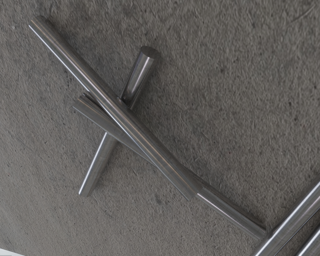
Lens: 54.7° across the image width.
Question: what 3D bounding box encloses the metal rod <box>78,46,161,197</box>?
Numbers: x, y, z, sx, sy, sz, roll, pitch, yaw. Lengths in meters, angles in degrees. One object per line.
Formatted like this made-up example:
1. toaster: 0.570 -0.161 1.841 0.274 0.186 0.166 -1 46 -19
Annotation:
1. metal rod: -0.071 0.012 0.451 0.025 0.025 0.298 35 129 5

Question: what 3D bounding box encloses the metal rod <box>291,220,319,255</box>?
1. metal rod: 0.200 0.137 0.385 0.025 0.025 0.298 23 127 14

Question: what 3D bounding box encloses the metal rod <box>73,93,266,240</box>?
1. metal rod: 0.016 0.053 0.411 0.301 0.025 0.025 36 129 -5

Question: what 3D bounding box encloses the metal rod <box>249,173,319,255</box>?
1. metal rod: 0.179 0.083 0.363 0.025 0.025 0.298 27 128 11

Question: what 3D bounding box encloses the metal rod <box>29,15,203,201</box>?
1. metal rod: -0.060 -0.030 0.387 0.300 0.025 0.025 47 130 8
